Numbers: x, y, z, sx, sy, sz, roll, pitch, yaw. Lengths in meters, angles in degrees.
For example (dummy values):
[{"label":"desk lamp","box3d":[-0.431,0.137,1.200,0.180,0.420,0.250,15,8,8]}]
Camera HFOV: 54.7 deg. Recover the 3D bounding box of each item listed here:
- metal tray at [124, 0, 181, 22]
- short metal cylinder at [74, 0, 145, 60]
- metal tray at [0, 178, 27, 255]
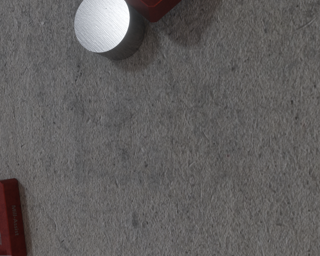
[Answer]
[{"label":"metal tray","box3d":[0.006,-0.201,0.378,0.130,0.030,0.090,-44,75,-9]},{"label":"short metal cylinder","box3d":[-0.067,-0.137,0.419,0.080,0.050,0.079,0,90,20]},{"label":"metal tray","box3d":[-0.269,0.151,0.501,0.090,0.030,0.129,-9,87,19]}]
